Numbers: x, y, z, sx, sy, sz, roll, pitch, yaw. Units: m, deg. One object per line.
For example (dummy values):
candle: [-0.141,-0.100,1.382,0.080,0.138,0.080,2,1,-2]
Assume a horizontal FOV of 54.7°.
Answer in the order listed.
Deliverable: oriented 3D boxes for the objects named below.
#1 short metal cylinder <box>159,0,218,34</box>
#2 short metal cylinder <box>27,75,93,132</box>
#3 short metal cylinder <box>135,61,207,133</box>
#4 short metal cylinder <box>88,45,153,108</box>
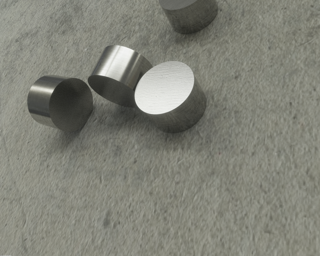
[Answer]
short metal cylinder: [0.045,-0.195,0.482,0.080,0.050,0.080,-13,56,20]
short metal cylinder: [-0.149,-0.038,0.468,0.050,0.080,0.080,13,68,33]
short metal cylinder: [0.015,-0.040,0.403,0.080,0.050,0.080,-13,56,20]
short metal cylinder: [-0.054,-0.071,0.439,0.080,0.080,0.050,9,67,32]
